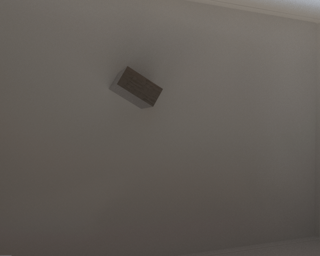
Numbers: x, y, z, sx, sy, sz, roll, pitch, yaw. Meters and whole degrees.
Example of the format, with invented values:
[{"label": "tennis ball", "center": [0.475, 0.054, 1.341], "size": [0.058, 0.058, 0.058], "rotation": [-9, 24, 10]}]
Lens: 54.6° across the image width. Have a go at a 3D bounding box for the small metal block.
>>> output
[{"label": "small metal block", "center": [-0.031, -0.048, 0.385], "size": [0.050, 0.050, 0.025], "rotation": [31, 80, -17]}]
